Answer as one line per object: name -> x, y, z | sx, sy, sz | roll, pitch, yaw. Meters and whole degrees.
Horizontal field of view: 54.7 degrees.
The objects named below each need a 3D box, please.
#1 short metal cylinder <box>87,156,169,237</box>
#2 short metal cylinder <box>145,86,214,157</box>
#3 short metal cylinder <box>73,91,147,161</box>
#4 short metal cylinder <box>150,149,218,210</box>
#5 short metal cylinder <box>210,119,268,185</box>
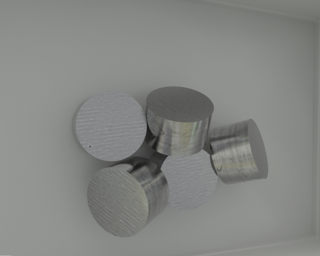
short metal cylinder -> -0.036, 0.078, 0.360 | 0.050, 0.080, 0.079 | -18, 99, -62
short metal cylinder -> 0.021, -0.010, 0.381 | 0.081, 0.080, 0.050 | -9, 129, -20
short metal cylinder -> -0.062, -0.002, 0.372 | 0.081, 0.050, 0.079 | 0, 90, -21
short metal cylinder -> 0.028, 0.062, 0.407 | 0.081, 0.050, 0.079 | 0, 90, -21
short metal cylinder -> 0.107, 0.032, 0.415 | 0.080, 0.050, 0.080 | 36, 46, -49
